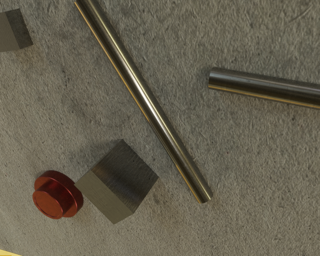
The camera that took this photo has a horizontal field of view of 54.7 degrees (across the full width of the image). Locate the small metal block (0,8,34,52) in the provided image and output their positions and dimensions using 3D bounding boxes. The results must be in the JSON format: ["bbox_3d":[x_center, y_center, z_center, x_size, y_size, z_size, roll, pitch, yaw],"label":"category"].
[{"bbox_3d":[-0.213,-0.135,0.433,0.050,0.025,0.050,1,119,27],"label":"small metal block"}]

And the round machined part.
[{"bbox_3d":[-0.196,0.131,0.577,0.098,0.042,0.097,13,124,20],"label":"round machined part"}]

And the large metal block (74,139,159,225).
[{"bbox_3d":[-0.060,0.076,0.449,0.080,0.080,0.050,47,129,-5],"label":"large metal block"}]

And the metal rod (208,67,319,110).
[{"bbox_3d":[0.195,-0.021,0.291,0.301,0.025,0.025,14,124,20],"label":"metal rod"}]

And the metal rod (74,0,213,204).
[{"bbox_3d":[-0.013,-0.026,0.395,0.025,0.025,0.299,-21,108,35],"label":"metal rod"}]
